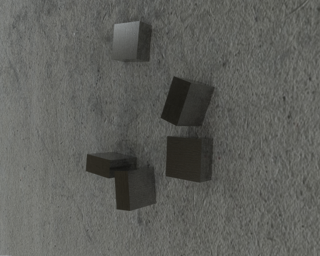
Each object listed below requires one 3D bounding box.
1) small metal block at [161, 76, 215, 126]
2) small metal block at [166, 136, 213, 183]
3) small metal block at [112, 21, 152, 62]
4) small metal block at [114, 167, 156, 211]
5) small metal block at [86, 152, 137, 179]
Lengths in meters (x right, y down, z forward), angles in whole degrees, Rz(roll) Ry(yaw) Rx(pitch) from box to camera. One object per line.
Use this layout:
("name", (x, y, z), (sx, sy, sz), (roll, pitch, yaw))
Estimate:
("small metal block", (0.033, -0.030, 0.361), (0.025, 0.050, 0.050), (28, 108, 36))
("small metal block", (0.035, 0.036, 0.376), (0.050, 0.025, 0.050), (4, 92, 40))
("small metal block", (-0.040, -0.121, 0.438), (0.050, 0.025, 0.050), (9, 96, 39))
("small metal block", (-0.032, 0.080, 0.415), (0.025, 0.050, 0.050), (-7, 86, 40))
("small metal block", (-0.070, 0.052, 0.447), (0.050, 0.050, 0.025), (8, 95, 39))
